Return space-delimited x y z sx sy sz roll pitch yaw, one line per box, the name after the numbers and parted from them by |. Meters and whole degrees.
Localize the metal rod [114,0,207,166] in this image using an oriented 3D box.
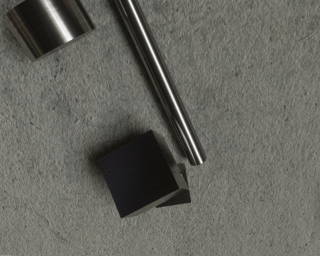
-0.009 -0.083 0.378 0.025 0.025 0.299 -23 109 8 | metal rod

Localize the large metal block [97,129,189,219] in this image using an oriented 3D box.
-0.021 0.060 0.398 0.080 0.050 0.080 -29 71 10 | large metal block

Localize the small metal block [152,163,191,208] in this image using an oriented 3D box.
0.015 0.082 0.440 0.050 0.025 0.050 -10 110 3 | small metal block

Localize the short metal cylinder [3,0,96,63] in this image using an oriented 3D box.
-0.118 -0.113 0.338 0.080 0.080 0.050 -26 108 9 | short metal cylinder
